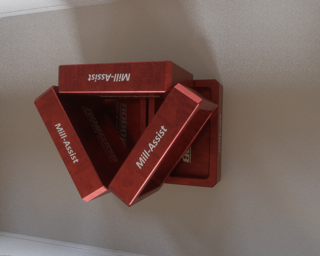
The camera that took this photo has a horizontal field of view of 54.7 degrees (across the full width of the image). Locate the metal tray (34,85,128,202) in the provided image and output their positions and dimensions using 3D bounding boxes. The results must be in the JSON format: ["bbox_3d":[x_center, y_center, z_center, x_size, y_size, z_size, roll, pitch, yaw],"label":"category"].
[{"bbox_3d":[-0.083,0.015,0.371,0.030,0.090,0.130,-33,80,18],"label":"metal tray"}]

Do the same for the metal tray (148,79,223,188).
[{"bbox_3d":[0.031,0.006,0.396,0.090,0.030,0.129,1,90,20],"label":"metal tray"}]

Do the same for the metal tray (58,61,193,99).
[{"bbox_3d":[-0.036,-0.051,0.354,0.130,0.090,0.030,2,91,20],"label":"metal tray"}]

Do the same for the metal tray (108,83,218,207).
[{"bbox_3d":[0.007,0.018,0.339,0.030,0.090,0.129,37,102,16],"label":"metal tray"}]

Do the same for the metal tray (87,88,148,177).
[{"bbox_3d":[-0.055,0.003,0.427,0.090,0.030,0.129,1,89,20],"label":"metal tray"}]
